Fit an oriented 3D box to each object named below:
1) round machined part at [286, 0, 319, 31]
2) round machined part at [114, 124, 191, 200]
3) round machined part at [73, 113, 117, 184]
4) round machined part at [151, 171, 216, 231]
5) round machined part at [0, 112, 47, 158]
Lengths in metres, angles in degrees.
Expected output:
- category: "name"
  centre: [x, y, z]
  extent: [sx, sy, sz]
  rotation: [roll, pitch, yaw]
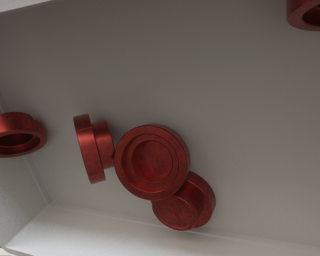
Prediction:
- category: "round machined part"
  centre: [0.146, -0.107, 0.227]
  extent: [0.098, 0.098, 0.042]
  rotation: [-1, 90, 28]
- category: "round machined part"
  centre: [-0.007, 0.042, 0.411]
  extent: [0.098, 0.042, 0.097]
  rotation: [2, 97, 17]
- category: "round machined part"
  centre: [-0.088, 0.026, 0.436]
  extent: [0.042, 0.098, 0.097]
  rotation: [-15, 119, -12]
- category: "round machined part"
  centre: [0.028, 0.110, 0.450]
  extent: [0.098, 0.042, 0.097]
  rotation: [13, 124, 20]
- category: "round machined part"
  centre: [-0.238, 0.008, 0.502]
  extent: [0.098, 0.099, 0.042]
  rotation: [-39, 61, 39]
